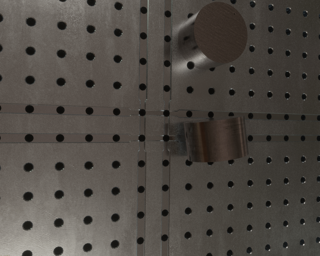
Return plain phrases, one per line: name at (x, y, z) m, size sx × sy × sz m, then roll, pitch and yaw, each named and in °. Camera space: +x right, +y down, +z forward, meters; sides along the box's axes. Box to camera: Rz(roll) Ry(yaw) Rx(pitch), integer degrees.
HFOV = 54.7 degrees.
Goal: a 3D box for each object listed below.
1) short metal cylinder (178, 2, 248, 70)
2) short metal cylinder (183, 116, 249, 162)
short metal cylinder at (0.072, -0.125, 0.427) m, size 0.081 × 0.050 × 0.079 m, roll 0°, pitch 90°, yaw -21°
short metal cylinder at (0.074, 0.013, 0.412) m, size 0.081 × 0.080 × 0.050 m, roll -8°, pitch 93°, yaw -20°
